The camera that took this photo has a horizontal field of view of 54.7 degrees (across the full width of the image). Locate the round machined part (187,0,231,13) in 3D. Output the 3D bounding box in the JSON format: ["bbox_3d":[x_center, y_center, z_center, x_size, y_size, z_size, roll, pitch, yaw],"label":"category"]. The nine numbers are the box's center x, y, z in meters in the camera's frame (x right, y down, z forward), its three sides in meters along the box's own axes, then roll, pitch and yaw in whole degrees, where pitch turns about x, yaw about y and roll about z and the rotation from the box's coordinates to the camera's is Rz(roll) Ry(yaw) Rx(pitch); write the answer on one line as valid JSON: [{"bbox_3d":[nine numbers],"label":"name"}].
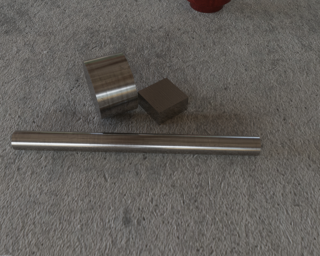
[{"bbox_3d":[0.095,-0.265,0.615,0.099,0.042,0.098,0,50,0],"label":"round machined part"}]

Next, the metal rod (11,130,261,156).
[{"bbox_3d":[-0.029,0.019,0.386,0.302,0.025,0.025,1,50,1],"label":"metal rod"}]

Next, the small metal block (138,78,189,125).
[{"bbox_3d":[0.004,-0.038,0.435,0.050,0.025,0.050,-29,56,-23],"label":"small metal block"}]

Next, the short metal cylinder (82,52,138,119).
[{"bbox_3d":[-0.067,-0.057,0.414,0.050,0.080,0.080,-18,53,-15],"label":"short metal cylinder"}]
